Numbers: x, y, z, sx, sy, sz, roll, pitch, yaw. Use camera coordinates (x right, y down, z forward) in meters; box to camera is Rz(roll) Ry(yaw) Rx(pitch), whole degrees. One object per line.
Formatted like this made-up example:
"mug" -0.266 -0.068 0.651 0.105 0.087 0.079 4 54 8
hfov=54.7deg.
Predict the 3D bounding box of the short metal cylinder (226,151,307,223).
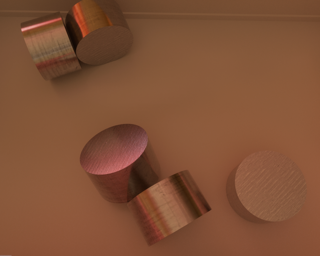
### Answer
"short metal cylinder" 0.125 0.072 0.372 0.081 0.050 0.080 0 70 0

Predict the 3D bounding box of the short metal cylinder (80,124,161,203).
"short metal cylinder" -0.045 0.040 0.362 0.080 0.050 0.080 -12 38 10

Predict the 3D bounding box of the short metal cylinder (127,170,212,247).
"short metal cylinder" 0.010 0.089 0.348 0.080 0.080 0.050 -28 73 -10

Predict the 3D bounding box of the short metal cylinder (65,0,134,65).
"short metal cylinder" -0.083 -0.132 0.428 0.080 0.080 0.050 -21 72 -8

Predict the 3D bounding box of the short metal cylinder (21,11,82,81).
"short metal cylinder" -0.145 -0.110 0.419 0.050 0.080 0.080 -21 72 -8
